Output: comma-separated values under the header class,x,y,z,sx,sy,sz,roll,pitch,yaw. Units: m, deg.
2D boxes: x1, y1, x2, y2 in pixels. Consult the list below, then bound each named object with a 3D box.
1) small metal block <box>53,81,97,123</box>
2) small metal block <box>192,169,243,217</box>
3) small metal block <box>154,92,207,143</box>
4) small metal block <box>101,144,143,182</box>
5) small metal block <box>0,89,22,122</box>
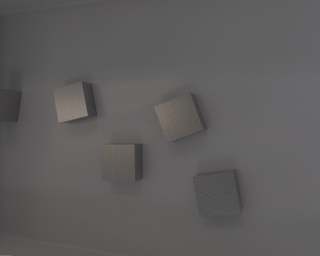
class,x,y,z,sx,sy,sz,roll,pitch,yaw
small metal block,-0.124,-0.037,0.454,0.050,0.025,0.050,-12,86,19
small metal block,0.072,0.081,0.385,0.050,0.025,0.050,-11,86,19
small metal block,0.027,-0.013,0.401,0.050,0.025,0.050,-21,83,18
small metal block,-0.053,0.047,0.429,0.050,0.025,0.050,-1,90,20
small metal block,-0.249,-0.036,0.485,0.025,0.050,0.050,10,94,20
